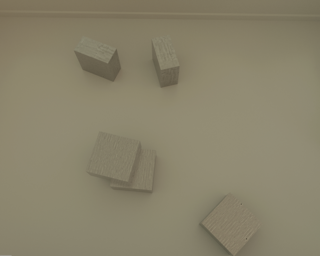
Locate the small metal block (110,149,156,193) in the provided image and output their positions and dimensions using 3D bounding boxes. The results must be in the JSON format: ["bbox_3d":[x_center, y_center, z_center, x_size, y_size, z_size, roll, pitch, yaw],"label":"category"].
[{"bbox_3d":[-0.032,0.053,0.390,0.050,0.025,0.050,5,70,2],"label":"small metal block"}]

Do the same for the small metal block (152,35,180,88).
[{"bbox_3d":[0.007,-0.092,0.430,0.025,0.050,0.050,-14,71,-5],"label":"small metal block"}]

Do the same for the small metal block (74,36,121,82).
[{"bbox_3d":[-0.085,-0.095,0.430,0.050,0.050,0.025,22,72,8],"label":"small metal block"}]

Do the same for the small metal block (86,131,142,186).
[{"bbox_3d":[-0.054,0.036,0.369,0.050,0.025,0.050,13,70,5],"label":"small metal block"}]

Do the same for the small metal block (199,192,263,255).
[{"bbox_3d":[0.083,0.114,0.368,0.050,0.025,0.050,-42,76,-14],"label":"small metal block"}]
